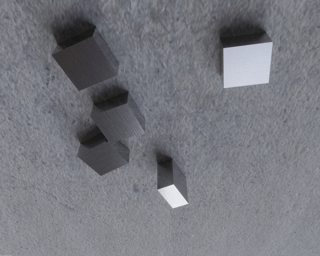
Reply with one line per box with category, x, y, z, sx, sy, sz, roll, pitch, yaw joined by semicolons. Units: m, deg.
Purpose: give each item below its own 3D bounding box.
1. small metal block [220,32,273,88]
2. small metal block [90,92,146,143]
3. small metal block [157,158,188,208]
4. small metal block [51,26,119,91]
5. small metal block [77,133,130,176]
small metal block;0.094;-0.075;0.345;0.050;0.025;0.050;-6;130;5
small metal block;-0.052;-0.012;0.396;0.050;0.025;0.050;-18;128;14
small metal block;0.019;0.082;0.461;0.025;0.050;0.050;-22;127;17
small metal block;-0.080;-0.075;0.342;0.050;0.025;0.050;-19;128;15
small metal block;-0.078;0.036;0.436;0.050;0.025;0.050;-27;126;20
